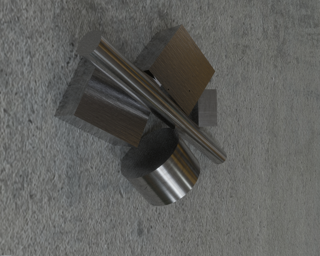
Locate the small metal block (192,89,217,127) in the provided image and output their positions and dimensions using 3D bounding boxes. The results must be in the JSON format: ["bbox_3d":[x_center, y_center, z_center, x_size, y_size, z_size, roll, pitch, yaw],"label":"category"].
[{"bbox_3d":[0.062,-0.027,0.438,0.025,0.050,0.050,-1,92,-4],"label":"small metal block"}]

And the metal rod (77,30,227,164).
[{"bbox_3d":[0.017,-0.012,0.367,0.301,0.025,0.025,37,66,-51],"label":"metal rod"}]

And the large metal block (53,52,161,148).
[{"bbox_3d":[-0.056,-0.032,0.343,0.080,0.050,0.080,31,71,-36],"label":"large metal block"}]

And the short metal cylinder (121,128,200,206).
[{"bbox_3d":[0.001,0.045,0.370,0.080,0.080,0.050,-51,121,-27],"label":"short metal cylinder"}]

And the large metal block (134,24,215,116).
[{"bbox_3d":[0.015,-0.071,0.399,0.080,0.050,0.080,47,62,-30],"label":"large metal block"}]
